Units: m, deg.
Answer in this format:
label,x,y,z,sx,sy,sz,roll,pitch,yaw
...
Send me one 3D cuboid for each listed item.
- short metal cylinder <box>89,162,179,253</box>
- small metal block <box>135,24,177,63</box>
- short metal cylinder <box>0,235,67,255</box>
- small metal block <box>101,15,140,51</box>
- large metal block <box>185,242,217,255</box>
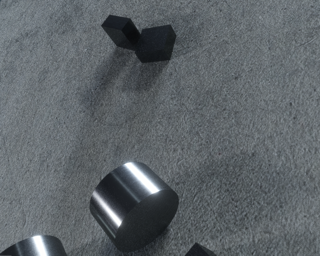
label,x,y,z,sx,sy,sz,roll,pitch,yaw
short metal cylinder,-0.027,0.083,0.330,0.080,0.080,0.050,-48,52,-5
small metal block,-0.006,-0.132,0.487,0.050,0.025,0.050,0,62,27
short metal cylinder,-0.138,0.165,0.338,0.080,0.080,0.050,-43,51,-2
small metal block,-0.061,-0.158,0.515,0.050,0.050,0.025,24,75,36
large metal block,0.041,0.162,0.266,0.080,0.050,0.080,-48,52,-6
